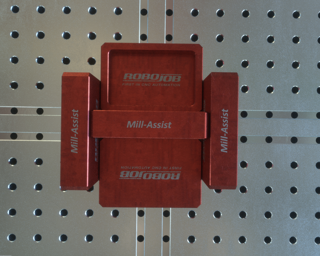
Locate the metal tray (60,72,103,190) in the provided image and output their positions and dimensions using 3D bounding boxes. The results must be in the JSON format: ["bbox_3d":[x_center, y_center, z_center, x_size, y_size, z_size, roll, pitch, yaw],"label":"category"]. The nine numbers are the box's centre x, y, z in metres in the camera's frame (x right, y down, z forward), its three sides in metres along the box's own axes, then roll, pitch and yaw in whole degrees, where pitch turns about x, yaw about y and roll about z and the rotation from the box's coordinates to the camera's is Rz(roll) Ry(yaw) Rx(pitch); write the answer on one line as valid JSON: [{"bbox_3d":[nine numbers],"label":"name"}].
[{"bbox_3d":[-0.092,0.003,0.379,0.030,0.090,0.129,1,90,0],"label":"metal tray"}]

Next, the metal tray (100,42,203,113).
[{"bbox_3d":[-0.011,-0.064,0.410,0.131,0.030,0.089,1,90,-1],"label":"metal tray"}]

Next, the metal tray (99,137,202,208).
[{"bbox_3d":[-0.012,0.057,0.409,0.131,0.030,0.089,1,90,-1],"label":"metal tray"}]

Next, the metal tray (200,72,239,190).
[{"bbox_3d":[0.070,0.003,0.381,0.030,0.090,0.129,1,90,0],"label":"metal tray"}]

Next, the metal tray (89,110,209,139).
[{"bbox_3d":[-0.012,-0.004,0.379,0.131,0.090,0.030,1,90,-1],"label":"metal tray"}]
